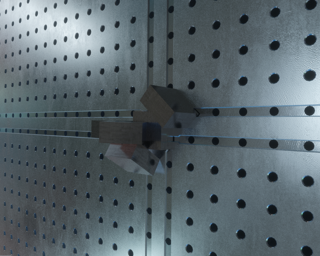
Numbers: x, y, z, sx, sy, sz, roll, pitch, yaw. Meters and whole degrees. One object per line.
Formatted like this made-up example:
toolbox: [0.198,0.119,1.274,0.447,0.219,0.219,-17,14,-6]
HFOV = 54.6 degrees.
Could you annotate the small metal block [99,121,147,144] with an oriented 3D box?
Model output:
small metal block: [-0.044,0.005,0.385,0.050,0.050,0.025,2,92,3]

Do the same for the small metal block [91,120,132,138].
small metal block: [-0.063,0.002,0.445,0.050,0.050,0.025,2,92,40]

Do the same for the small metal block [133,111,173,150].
small metal block: [-0.010,0.003,0.419,0.050,0.025,0.050,2,91,39]

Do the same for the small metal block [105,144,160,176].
small metal block: [-0.037,0.040,0.422,0.050,0.050,0.025,2,60,40]

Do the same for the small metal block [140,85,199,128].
small metal block: [0.012,-0.026,0.384,0.050,0.050,0.025,51,119,28]
